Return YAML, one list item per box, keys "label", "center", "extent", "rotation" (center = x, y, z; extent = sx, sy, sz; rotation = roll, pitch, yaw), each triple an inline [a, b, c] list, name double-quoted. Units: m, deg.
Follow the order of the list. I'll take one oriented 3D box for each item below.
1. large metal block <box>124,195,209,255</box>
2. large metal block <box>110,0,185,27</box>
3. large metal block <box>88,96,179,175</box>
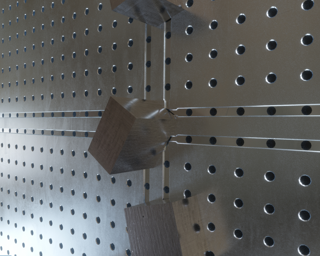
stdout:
- label: "large metal block"
  center: [0.007, 0.132, 0.385]
  extent: [0.080, 0.050, 0.080]
  rotation: [-18, 79, 38]
- label: "large metal block"
  center: [-0.021, -0.184, 0.389]
  extent: [0.050, 0.081, 0.080]
  rotation: [-20, 78, 38]
- label: "large metal block"
  center: [-0.034, 0.009, 0.399]
  extent: [0.050, 0.081, 0.079]
  rotation: [40, 114, 32]
